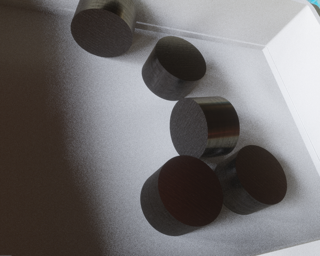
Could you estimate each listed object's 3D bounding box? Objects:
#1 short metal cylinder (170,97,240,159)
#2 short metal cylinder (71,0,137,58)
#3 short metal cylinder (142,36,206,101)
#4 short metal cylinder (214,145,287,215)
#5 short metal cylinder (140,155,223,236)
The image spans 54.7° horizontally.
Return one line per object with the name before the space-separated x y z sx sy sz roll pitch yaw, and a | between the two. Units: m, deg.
short metal cylinder | 0.055 0.000 0.400 0.050 0.080 0.080 -6 65 -31
short metal cylinder | -0.074 -0.142 0.417 0.081 0.080 0.050 18 55 -18
short metal cylinder | 0.020 -0.087 0.453 0.081 0.050 0.080 14 56 -21
short metal cylinder | 0.119 0.069 0.411 0.081 0.050 0.080 14 56 -21
short metal cylinder | 0.024 0.078 0.355 0.081 0.050 0.080 14 56 -21
